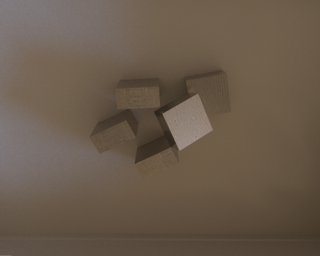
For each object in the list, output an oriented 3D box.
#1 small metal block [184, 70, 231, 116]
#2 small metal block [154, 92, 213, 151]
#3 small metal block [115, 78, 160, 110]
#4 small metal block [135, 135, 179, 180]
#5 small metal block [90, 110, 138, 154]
[{"bbox_3d":[0.061,-0.043,0.396,0.050,0.025,0.050,-10,110,3],"label":"small metal block"},{"bbox_3d":[0.029,-0.009,0.372,0.050,0.025,0.050,-31,109,-17],"label":"small metal block"},{"bbox_3d":[-0.026,-0.043,0.382,0.050,0.050,0.025,-3,110,1],"label":"small metal block"},{"bbox_3d":[-0.004,0.036,0.411,0.050,0.050,0.025,-25,108,9],"label":"small metal block"},{"bbox_3d":[-0.057,0.003,0.398,0.050,0.050,0.025,-24,109,8],"label":"small metal block"}]
